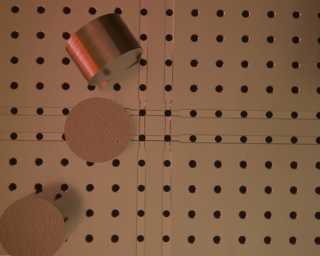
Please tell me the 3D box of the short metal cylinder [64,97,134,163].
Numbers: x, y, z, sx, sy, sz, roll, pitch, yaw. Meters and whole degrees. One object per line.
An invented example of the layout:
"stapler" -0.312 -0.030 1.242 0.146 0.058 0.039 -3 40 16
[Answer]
"short metal cylinder" -0.076 0.002 0.400 0.081 0.050 0.079 0 90 -1

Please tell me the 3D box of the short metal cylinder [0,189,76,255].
"short metal cylinder" -0.155 0.123 0.399 0.081 0.050 0.079 0 90 -1

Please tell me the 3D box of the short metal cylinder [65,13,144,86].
"short metal cylinder" -0.068 -0.096 0.385 0.080 0.080 0.050 -34 90 0
